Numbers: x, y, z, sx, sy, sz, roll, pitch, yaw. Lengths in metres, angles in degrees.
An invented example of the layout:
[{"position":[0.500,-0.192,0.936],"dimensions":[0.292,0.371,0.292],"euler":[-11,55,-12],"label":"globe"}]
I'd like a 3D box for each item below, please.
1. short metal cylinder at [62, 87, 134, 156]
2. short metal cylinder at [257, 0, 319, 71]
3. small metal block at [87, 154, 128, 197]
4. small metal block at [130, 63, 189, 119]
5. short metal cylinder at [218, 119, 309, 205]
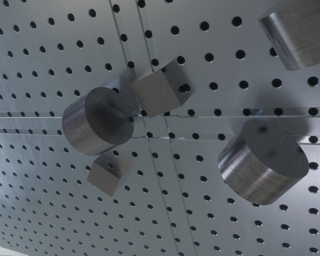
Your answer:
[{"position":[-0.081,-0.008,0.414],"dimensions":[0.050,0.080,0.080],"euler":[-25,105,37],"label":"short metal cylinder"},{"position":[0.128,-0.090,0.252],"dimensions":[0.080,0.080,0.050],"euler":[-26,104,37],"label":"short metal cylinder"},{"position":[-0.087,0.077,0.505],"dimensions":[0.050,0.025,0.050],"euler":[32,129,7],"label":"small metal block"},{"position":[-0.001,-0.045,0.384],"dimensions":[0.050,0.025,0.050],"euler":[-20,108,35],"label":"small metal block"},{"position":[0.112,0.036,0.339],"dimensions":[0.080,0.080,0.050],"euler":[34,129,5],"label":"short metal cylinder"}]
